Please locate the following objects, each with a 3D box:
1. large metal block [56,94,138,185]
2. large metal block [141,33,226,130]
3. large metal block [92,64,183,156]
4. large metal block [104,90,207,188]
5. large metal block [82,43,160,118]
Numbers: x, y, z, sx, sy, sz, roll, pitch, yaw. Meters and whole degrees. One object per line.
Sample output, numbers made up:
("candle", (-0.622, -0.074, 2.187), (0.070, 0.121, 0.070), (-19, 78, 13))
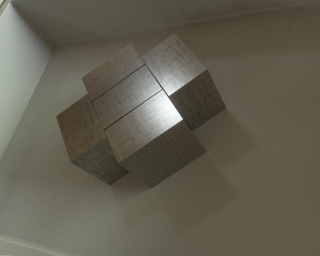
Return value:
("large metal block", (-0.079, 0.016, 0.399), (0.050, 0.080, 0.080), (-35, 52, 5))
("large metal block", (0.030, -0.057, 0.387), (0.050, 0.080, 0.080), (-35, 52, 5))
("large metal block", (-0.024, -0.019, 0.392), (0.080, 0.080, 0.050), (-35, 52, 5))
("large metal block", (-0.003, 0.016, 0.361), (0.080, 0.080, 0.050), (-35, 52, 5))
("large metal block", (-0.044, -0.053, 0.423), (0.080, 0.080, 0.050), (-35, 52, 5))
